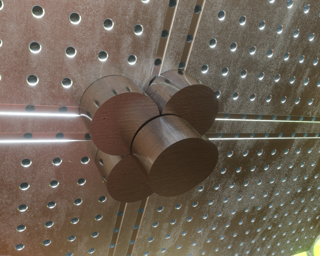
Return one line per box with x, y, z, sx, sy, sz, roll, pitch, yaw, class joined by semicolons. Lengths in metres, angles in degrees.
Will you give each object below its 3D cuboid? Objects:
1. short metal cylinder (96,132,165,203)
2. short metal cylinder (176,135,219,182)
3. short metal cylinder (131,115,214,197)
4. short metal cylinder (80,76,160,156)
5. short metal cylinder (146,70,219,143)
-0.038;0.050;0.406;0.081;0.050;0.079;-14;125;-21;short metal cylinder
0.035;0.038;0.439;0.081;0.050;0.079;-14;125;-21;short metal cylinder
0.014;0.032;0.357;0.081;0.050;0.079;-15;126;-21;short metal cylinder
-0.047;-0.015;0.360;0.081;0.050;0.079;-14;125;-21;short metal cylinder
0.026;-0.027;0.393;0.081;0.050;0.079;-14;125;-21;short metal cylinder
